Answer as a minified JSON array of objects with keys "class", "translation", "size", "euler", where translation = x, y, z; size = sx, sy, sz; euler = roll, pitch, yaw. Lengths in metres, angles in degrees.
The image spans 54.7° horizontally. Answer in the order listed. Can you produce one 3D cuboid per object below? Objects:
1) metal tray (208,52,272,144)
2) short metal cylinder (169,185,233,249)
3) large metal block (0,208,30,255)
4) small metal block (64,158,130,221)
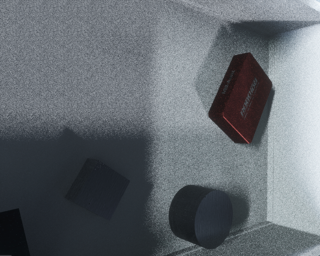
[{"class":"metal tray","translation":[0.139,-0.050,0.523],"size":[0.090,0.030,0.130],"euler":[40,65,-33]},{"class":"short metal cylinder","translation":[0.059,0.125,0.443],"size":[0.081,0.050,0.079],"euler":[0,90,-40]},{"class":"large metal block","translation":[-0.135,0.119,0.239],"size":[0.050,0.080,0.080],"euler":[-6,62,-40]},{"class":"small metal block","translation":[-0.070,0.069,0.350],"size":[0.050,0.025,0.050],"euler":[41,65,-33]}]
